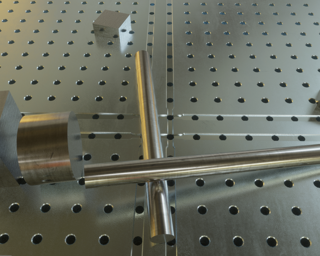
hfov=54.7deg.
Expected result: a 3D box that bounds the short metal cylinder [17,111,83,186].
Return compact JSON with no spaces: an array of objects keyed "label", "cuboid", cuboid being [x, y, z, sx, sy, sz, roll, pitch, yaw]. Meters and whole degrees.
[{"label":"short metal cylinder","cuboid":[-0.121,0.023,0.352,0.050,0.080,0.080,-5,50,-5]}]

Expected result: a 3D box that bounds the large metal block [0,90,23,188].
[{"label":"large metal block","cuboid":[-0.194,0.015,0.358,0.050,0.080,0.080,-4,50,-4]}]

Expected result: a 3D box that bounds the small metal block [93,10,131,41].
[{"label":"small metal block","cuboid":[-0.087,-0.188,0.565,0.050,0.025,0.050,15,52,12]}]

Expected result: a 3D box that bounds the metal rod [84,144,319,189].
[{"label":"metal rod","cuboid":[0.070,0.040,0.351,0.302,0.025,0.025,-4,50,-12]}]

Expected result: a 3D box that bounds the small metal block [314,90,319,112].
[{"label":"small metal block","cuboid":[0.257,-0.042,0.444,0.050,0.025,0.050,22,53,17]}]

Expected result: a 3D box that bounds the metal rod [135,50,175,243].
[{"label":"metal rod","cuboid":[-0.013,-0.002,0.408,0.025,0.025,0.300,-5,50,-4]}]
